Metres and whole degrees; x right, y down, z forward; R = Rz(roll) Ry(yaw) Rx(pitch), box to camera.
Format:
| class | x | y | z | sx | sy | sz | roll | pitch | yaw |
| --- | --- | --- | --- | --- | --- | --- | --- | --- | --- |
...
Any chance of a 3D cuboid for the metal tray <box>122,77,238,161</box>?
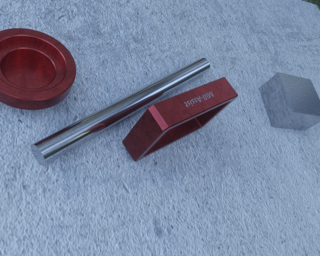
| class | x | y | z | sx | sy | sz | roll | pitch | yaw |
| --- | --- | --- | --- | --- | --- | --- | --- | --- | --- |
| metal tray | 0.026 | -0.012 | 0.384 | 0.131 | 0.090 | 0.030 | -24 | 76 | -37 |

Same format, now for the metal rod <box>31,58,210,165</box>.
| class | x | y | z | sx | sy | sz | roll | pitch | yaw |
| --- | --- | --- | --- | --- | --- | --- | --- | --- | --- |
| metal rod | -0.027 | -0.038 | 0.413 | 0.302 | 0.025 | 0.025 | -33 | 81 | -38 |

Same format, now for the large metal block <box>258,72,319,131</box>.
| class | x | y | z | sx | sy | sz | roll | pitch | yaw |
| --- | --- | --- | --- | --- | --- | --- | --- | --- | --- |
| large metal block | 0.231 | -0.045 | 0.543 | 0.081 | 0.050 | 0.080 | 6 | 59 | -26 |

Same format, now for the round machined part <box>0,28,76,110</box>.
| class | x | y | z | sx | sy | sz | roll | pitch | yaw |
| --- | --- | --- | --- | --- | --- | --- | --- | --- | --- |
| round machined part | -0.149 | -0.061 | 0.351 | 0.099 | 0.042 | 0.098 | 14 | 56 | -21 |
